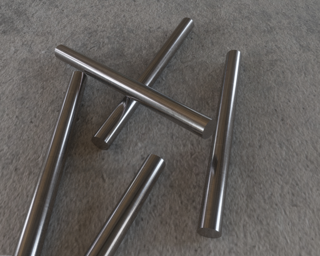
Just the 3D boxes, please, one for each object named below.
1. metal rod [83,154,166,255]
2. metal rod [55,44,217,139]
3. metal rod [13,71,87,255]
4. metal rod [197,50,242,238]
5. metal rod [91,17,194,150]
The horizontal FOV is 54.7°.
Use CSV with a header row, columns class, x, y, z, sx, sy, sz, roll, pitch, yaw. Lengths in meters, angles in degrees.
class,x,y,z,sx,sy,sz,roll,pitch,yaw
metal rod,-0.071,0.142,0.282,0.025,0.025,0.301,21,53,16
metal rod,-0.053,-0.061,0.423,0.300,0.025,0.025,30,56,34
metal rod,-0.125,0.039,0.368,0.025,0.025,0.300,1,50,1
metal rod,0.085,-0.005,0.408,0.025,0.025,0.300,11,51,8
metal rod,-0.012,-0.085,0.474,0.025,0.025,0.301,20,52,15
